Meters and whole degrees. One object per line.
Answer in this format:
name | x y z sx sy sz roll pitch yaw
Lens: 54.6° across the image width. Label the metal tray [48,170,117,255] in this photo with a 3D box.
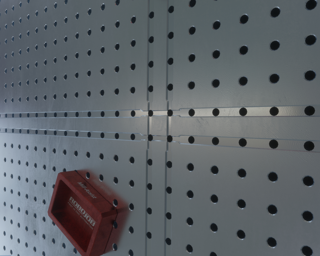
metal tray | -0.134 0.142 0.518 0.130 0.030 0.089 31 109 35
